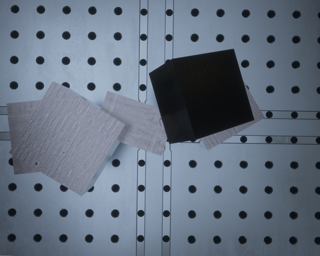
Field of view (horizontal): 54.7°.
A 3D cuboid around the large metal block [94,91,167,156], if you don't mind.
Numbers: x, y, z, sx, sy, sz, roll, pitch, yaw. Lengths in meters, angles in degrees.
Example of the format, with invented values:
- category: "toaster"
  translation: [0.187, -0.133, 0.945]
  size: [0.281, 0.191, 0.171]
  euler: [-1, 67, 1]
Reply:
- category: "large metal block"
  translation: [-0.029, -0.005, 0.385]
  size: [0.080, 0.080, 0.050]
  euler: [19, 90, -1]

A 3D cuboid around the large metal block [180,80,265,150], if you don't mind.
- category: "large metal block"
  translation: [0.073, -0.027, 0.402]
  size: [0.080, 0.050, 0.080]
  euler: [-30, 90, 0]

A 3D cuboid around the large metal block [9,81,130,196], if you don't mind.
- category: "large metal block"
  translation: [-0.088, 0.010, 0.319]
  size: [0.080, 0.050, 0.080]
  euler: [31, 90, 0]

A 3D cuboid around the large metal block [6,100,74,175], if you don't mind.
- category: "large metal block"
  translation: [-0.141, 0.009, 0.384]
  size: [0.050, 0.080, 0.079]
  euler: [-6, 90, 0]

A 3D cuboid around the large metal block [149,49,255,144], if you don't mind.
- category: "large metal block"
  translation: [0.045, -0.034, 0.333]
  size: [0.081, 0.050, 0.080]
  euler: [-16, 91, -29]
